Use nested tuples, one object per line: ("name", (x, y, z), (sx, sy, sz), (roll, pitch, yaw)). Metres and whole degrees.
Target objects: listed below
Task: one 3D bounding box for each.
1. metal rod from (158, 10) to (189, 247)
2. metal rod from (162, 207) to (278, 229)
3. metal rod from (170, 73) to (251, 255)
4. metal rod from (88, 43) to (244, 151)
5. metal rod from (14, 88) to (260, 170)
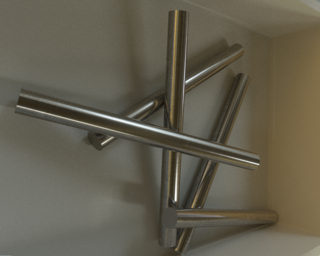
("metal rod", (0.016, 0.008, 0.396), (0.025, 0.025, 0.298), (-5, 101, -40))
("metal rod", (0.112, 0.139, 0.480), (0.302, 0.025, 0.025), (17, 79, -46))
("metal rod", (0.083, 0.042, 0.478), (0.025, 0.025, 0.300), (38, 66, -34))
("metal rod", (0.028, -0.057, 0.432), (0.302, 0.025, 0.025), (-35, 112, -35))
("metal rod", (-0.003, 0.010, 0.358), (0.302, 0.025, 0.025), (15, 80, -26))
